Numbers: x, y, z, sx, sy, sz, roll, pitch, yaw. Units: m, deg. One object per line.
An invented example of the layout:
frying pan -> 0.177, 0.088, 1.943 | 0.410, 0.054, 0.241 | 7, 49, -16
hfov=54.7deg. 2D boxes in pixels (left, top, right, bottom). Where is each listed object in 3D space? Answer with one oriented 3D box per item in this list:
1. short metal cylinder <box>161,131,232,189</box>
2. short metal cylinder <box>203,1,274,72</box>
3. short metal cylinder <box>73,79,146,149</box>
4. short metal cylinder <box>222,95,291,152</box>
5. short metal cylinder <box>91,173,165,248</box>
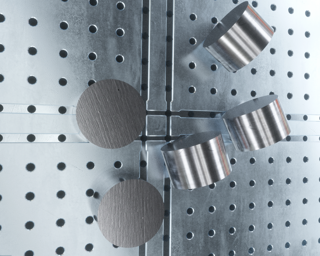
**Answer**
short metal cylinder -> 0.047, 0.040, 0.401 | 0.081, 0.080, 0.050 | -19, 97, -19
short metal cylinder -> 0.105, -0.123, 0.422 | 0.050, 0.080, 0.080 | 40, 77, -16
short metal cylinder -> -0.063, -0.016, 0.376 | 0.081, 0.050, 0.079 | 0, 90, -20
short metal cylinder -> 0.133, -0.008, 0.432 | 0.081, 0.080, 0.050 | -27, 99, -18
short metal cylinder -> -0.041, 0.100, 0.384 | 0.081, 0.050, 0.080 | 0, 90, -20
